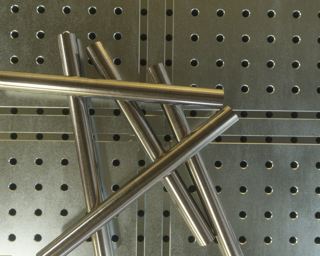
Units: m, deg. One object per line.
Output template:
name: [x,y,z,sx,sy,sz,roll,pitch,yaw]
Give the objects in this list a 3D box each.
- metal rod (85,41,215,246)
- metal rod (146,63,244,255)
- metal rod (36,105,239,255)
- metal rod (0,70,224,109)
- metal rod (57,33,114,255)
metal rod: [-0.013,0.021,0.413,0.025,0.025,0.299,-30,90,0]
metal rod: [0.051,0.056,0.414,0.025,0.025,0.299,-23,90,0]
metal rod: [-0.028,0.073,0.388,0.300,0.025,0.025,-38,90,-1]
metal rod: [-0.073,-0.049,0.388,0.302,0.025,0.025,5,90,-1]
metal rod: [-0.099,0.025,0.411,0.025,0.025,0.298,-10,90,0]
